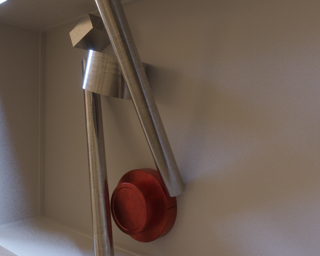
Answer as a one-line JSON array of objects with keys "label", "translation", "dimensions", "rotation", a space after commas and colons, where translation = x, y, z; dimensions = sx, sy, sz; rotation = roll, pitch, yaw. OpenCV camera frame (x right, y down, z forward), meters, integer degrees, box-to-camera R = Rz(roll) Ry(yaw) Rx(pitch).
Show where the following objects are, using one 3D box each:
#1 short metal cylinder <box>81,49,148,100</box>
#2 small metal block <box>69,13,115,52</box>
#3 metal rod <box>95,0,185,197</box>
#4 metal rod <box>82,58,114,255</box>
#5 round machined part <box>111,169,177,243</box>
[{"label": "short metal cylinder", "translation": [-0.061, -0.072, 0.419], "dimensions": [0.080, 0.081, 0.050], "rotation": [22, 104, 37]}, {"label": "small metal block", "translation": [-0.099, -0.142, 0.470], "dimensions": [0.050, 0.050, 0.025], "rotation": [-29, 72, 36]}, {"label": "metal rod", "translation": [-0.027, -0.055, 0.348], "dimensions": [0.025, 0.025, 0.298], "rotation": [-5, 112, 39]}, {"label": "metal rod", "translation": [-0.092, 0.032, 0.445], "dimensions": [0.025, 0.025, 0.299], "rotation": [-25, 64, 37]}, {"label": "round machined part", "translation": [-0.029, 0.105, 0.417], "dimensions": [0.098, 0.042, 0.097], "rotation": [0, 90, 39]}]
